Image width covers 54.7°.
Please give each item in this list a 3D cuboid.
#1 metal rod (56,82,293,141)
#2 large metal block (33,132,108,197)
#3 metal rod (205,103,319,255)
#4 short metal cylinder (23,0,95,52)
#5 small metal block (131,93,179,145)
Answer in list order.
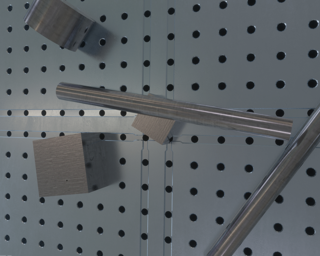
[{"bbox_3d":[0.002,-0.025,0.385,0.301,0.025,0.025,11,94,19],"label":"metal rod"},{"bbox_3d":[-0.128,0.051,0.444,0.080,0.050,0.080,-9,87,19],"label":"large metal block"},{"bbox_3d":[0.140,0.055,0.363,0.025,0.025,0.299,36,101,16],"label":"metal rod"},{"bbox_3d":[-0.139,-0.151,0.432,0.080,0.080,0.050,39,102,15],"label":"short metal cylinder"},{"bbox_3d":[-0.002,-0.012,0.413,0.050,0.025,0.050,32,100,17],"label":"small metal block"}]
